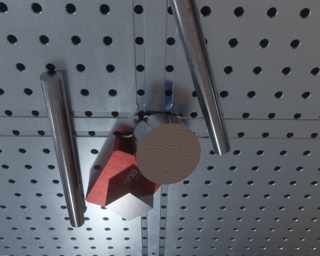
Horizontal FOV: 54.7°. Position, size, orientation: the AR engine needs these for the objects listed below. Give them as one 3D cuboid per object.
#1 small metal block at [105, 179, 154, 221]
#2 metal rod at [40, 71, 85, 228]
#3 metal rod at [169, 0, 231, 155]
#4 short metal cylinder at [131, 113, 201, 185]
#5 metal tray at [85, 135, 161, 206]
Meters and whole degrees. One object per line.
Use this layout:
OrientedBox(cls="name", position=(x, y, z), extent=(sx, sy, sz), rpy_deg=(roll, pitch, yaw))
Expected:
OrientedBox(cls="small metal block", position=(-0.045, 0.109, 0.464), extent=(0.050, 0.025, 0.050), rpy_deg=(-33, 123, 25))
OrientedBox(cls="metal rod", position=(-0.136, 0.053, 0.454), extent=(0.025, 0.025, 0.298), rpy_deg=(3, 130, -3))
OrientedBox(cls="metal rod", position=(0.042, -0.079, 0.344), extent=(0.025, 0.025, 0.299), rpy_deg=(-14, 129, 11))
OrientedBox(cls="short metal cylinder", position=(0.006, 0.025, 0.398), extent=(0.081, 0.050, 0.079), rpy_deg=(-4, 108, -11))
OrientedBox(cls="metal tray", position=(-0.049, 0.077, 0.473), extent=(0.091, 0.030, 0.129), rpy_deg=(21, 127, -18))
